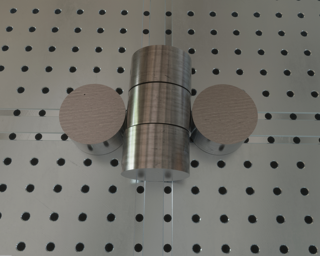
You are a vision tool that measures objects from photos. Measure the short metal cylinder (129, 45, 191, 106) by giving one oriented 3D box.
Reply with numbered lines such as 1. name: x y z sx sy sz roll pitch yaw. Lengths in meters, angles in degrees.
1. short metal cylinder: 0.001 -0.064 0.405 0.081 0.080 0.050 2 70 0

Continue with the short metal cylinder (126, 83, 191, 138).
1. short metal cylinder: -0.001 -0.016 0.388 0.081 0.080 0.050 2 70 0

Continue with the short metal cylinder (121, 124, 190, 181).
1. short metal cylinder: -0.005 0.032 0.370 0.081 0.080 0.050 1 70 0

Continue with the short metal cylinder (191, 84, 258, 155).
1. short metal cylinder: 0.079 -0.010 0.402 0.081 0.050 0.080 0 70 0

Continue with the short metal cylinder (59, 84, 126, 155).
1. short metal cylinder: -0.082 -0.010 0.400 0.081 0.050 0.080 0 70 0
